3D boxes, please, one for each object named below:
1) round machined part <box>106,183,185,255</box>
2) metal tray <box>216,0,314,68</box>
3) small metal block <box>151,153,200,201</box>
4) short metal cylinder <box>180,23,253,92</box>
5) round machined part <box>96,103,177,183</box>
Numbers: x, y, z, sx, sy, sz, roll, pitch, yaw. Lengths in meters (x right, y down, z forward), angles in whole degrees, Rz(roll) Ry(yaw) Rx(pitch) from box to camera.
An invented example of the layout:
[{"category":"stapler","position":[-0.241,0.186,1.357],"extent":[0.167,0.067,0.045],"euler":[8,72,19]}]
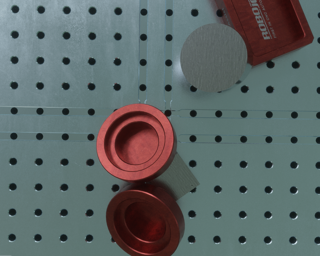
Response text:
[{"category":"round machined part","position":[-0.015,0.114,0.392],"extent":[0.098,0.042,0.097],"euler":[7,108,21]},{"category":"metal tray","position":[0.134,-0.155,0.412],"extent":[0.090,0.030,0.129],"euler":[-22,90,-1]},{"category":"small metal block","position":[0.017,0.067,0.414],"extent":[0.050,0.025,0.050],"euler":[-35,90,-1]},{"category":"short metal cylinder","position":[0.072,-0.086,0.387],"extent":[0.080,0.050,0.079],"euler":[5,102,23]},{"category":"round machined part","position":[-0.026,0.021,0.393],"extent":[0.098,0.042,0.098],"euler":[-4,71,12]}]
